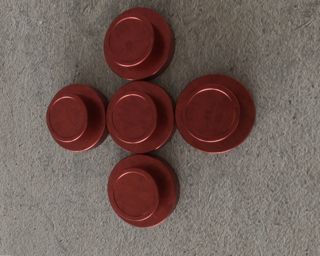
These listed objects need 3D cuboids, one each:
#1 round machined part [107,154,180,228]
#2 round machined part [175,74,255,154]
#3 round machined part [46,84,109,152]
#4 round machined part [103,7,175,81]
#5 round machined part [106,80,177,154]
[{"bbox_3d":[-0.026,0.083,0.409,0.098,0.042,0.097,0,90,19],"label":"round machined part"},{"bbox_3d":[0.065,-0.017,0.378,0.098,0.042,0.097,0,90,19],"label":"round machined part"},{"bbox_3d":[-0.121,-0.014,0.443,0.098,0.042,0.097,0,90,19],"label":"round machined part"},{"bbox_3d":[-0.032,-0.112,0.412,0.098,0.042,0.097,0,90,19],"label":"round machined part"},{"bbox_3d":[-0.028,-0.015,0.410,0.098,0.042,0.097,0,90,19],"label":"round machined part"}]
